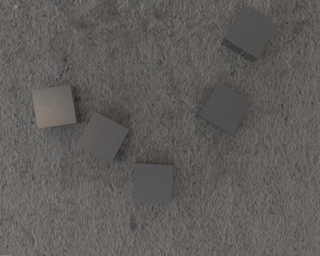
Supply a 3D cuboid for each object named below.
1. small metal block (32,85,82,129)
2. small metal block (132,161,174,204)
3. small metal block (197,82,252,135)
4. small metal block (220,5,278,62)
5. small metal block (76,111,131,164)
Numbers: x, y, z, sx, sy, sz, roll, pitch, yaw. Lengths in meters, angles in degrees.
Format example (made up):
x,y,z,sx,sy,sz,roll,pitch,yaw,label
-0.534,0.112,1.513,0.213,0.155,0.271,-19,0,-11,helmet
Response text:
x,y,z,sx,sy,sz,roll,pitch,yaw,label
-0.136,-0.027,0.409,0.050,0.025,0.050,-9,90,0,small metal block
-0.009,0.071,0.410,0.050,0.025,0.050,3,90,0,small metal block
0.084,-0.025,0.410,0.050,0.025,0.050,32,90,0,small metal block
0.117,-0.124,0.411,0.050,0.025,0.050,31,90,0,small metal block
-0.073,0.012,0.409,0.050,0.025,0.050,27,90,0,small metal block
